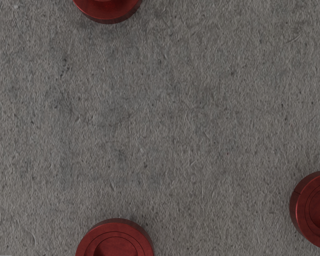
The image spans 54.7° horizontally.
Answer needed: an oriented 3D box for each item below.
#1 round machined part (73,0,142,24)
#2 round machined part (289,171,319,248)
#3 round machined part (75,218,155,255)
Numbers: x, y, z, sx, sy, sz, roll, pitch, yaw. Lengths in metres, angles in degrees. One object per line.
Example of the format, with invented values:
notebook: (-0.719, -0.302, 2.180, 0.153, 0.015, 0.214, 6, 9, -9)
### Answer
round machined part: (-0.070, -0.190, 0.401, 0.099, 0.042, 0.097, 0, 90, 0)
round machined part: (0.217, 0.103, 0.403, 0.099, 0.042, 0.097, 0, 90, 0)
round machined part: (-0.056, 0.165, 0.401, 0.099, 0.042, 0.097, 0, 90, 0)
